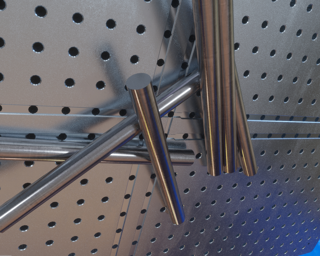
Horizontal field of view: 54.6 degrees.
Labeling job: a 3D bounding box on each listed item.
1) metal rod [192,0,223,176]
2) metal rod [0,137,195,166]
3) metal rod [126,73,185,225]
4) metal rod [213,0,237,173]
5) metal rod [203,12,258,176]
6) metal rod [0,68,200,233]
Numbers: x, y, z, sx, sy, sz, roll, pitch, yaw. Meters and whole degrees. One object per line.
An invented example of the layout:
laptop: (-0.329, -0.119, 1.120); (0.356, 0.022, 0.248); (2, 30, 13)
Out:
metal rod: (0.065, -0.033, 0.394); (0.025, 0.025, 0.299); (-26, 137, -12)
metal rod: (-0.084, 0.031, 0.383); (0.302, 0.025, 0.025); (6, 116, -31)
metal rod: (0.004, 0.053, 0.411); (0.025, 0.025, 0.299); (-27, 139, -11)
metal rod: (0.088, -0.040, 0.411); (0.025, 0.025, 0.299); (-26, 135, -12)
metal rod: (0.109, -0.032, 0.449); (0.025, 0.025, 0.299); (-31, 129, -8)
metal rod: (-0.055, 0.014, 0.363); (0.301, 0.025, 0.025); (-36, 130, -14)
